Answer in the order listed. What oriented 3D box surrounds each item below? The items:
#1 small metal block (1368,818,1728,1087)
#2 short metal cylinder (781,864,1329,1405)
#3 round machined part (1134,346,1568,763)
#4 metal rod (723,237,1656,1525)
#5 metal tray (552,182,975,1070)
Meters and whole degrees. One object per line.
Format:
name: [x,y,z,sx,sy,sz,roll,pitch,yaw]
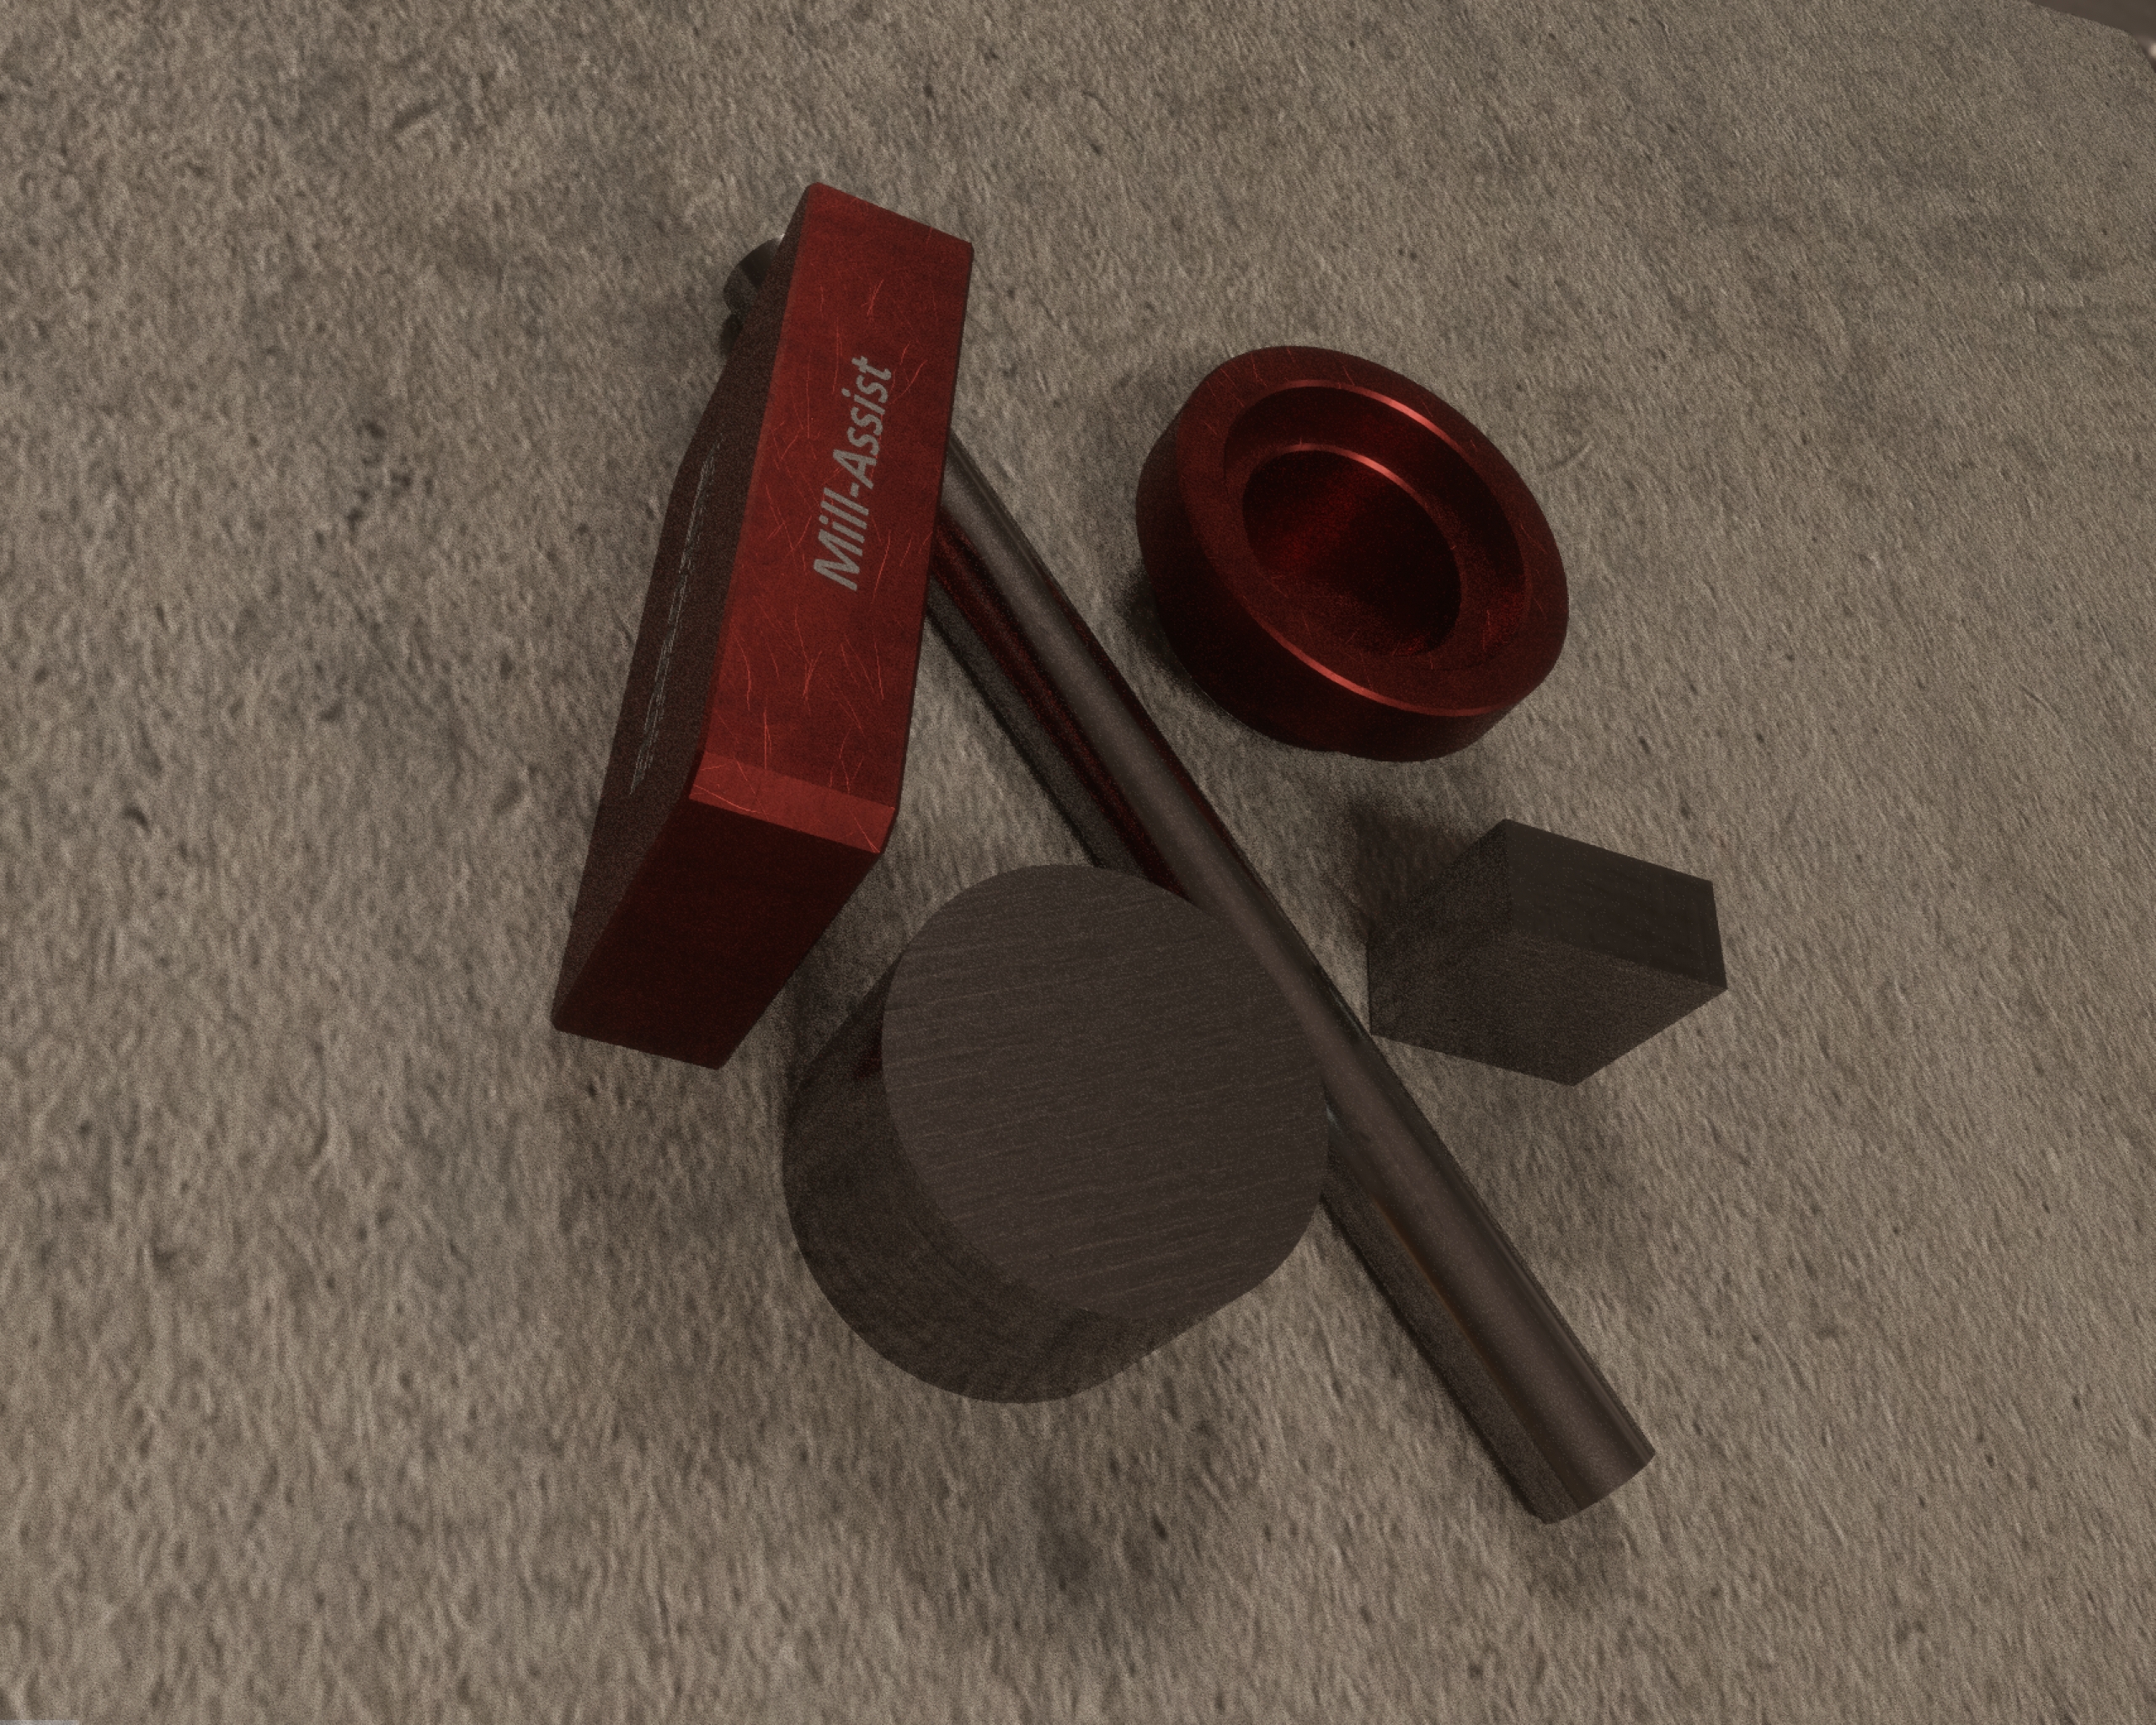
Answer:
small metal block: [0.095,0.020,0.427,0.050,0.050,0.025,15,56,-20]
short metal cylinder: [-0.005,0.047,0.359,0.081,0.050,0.080,14,56,-21]
round machined part: [0.056,-0.064,0.465,0.099,0.042,0.098,14,56,-21]
metal rod: [0.016,-0.005,0.420,0.025,0.025,0.299,-25,75,-37]
metal tray: [-0.054,-0.041,0.360,0.030,0.090,0.130,17,55,-19]
